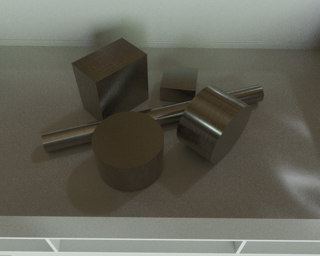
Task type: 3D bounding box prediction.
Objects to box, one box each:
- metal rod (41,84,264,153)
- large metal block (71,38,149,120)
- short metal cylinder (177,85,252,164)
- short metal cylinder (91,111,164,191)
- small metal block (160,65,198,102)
[{"bbox_3d":[0.000,-0.016,0.417,0.302,0.025,0.025,-14,52,-12],"label":"metal rod"},{"bbox_3d":[-0.063,-0.062,0.420,0.080,0.080,0.050,-36,59,-26],"label":"large metal block"},{"bbox_3d":[0.065,-0.004,0.372,0.050,0.080,0.080,35,58,25],"label":"short metal cylinder"},{"bbox_3d":[-0.036,0.026,0.364,0.081,0.050,0.080,0,50,0],"label":"short metal cylinder"},{"bbox_3d":[0.029,-0.065,0.458,0.050,0.025,0.050,7,50,5],"label":"small metal block"}]
